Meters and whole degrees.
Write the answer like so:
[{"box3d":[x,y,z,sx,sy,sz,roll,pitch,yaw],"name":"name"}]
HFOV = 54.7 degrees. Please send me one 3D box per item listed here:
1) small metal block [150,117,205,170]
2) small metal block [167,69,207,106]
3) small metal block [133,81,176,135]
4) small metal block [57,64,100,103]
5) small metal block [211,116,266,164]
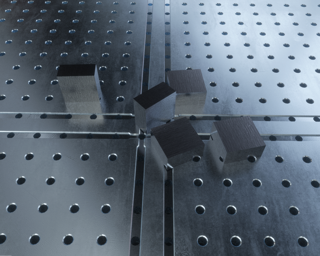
[{"box3d":[0.021,0.018,0.392,0.050,0.025,0.050,-19,53,-16],"name":"small metal block"},{"box3d":[0.039,-0.060,0.459,0.050,0.025,0.050,-4,50,-4],"name":"small metal block"},{"box3d":[-0.007,-0.026,0.413,0.050,0.050,0.025,-33,58,-25],"name":"small metal block"},{"box3d":[-0.114,-0.063,0.443,0.050,0.050,0.025,-2,50,-2],"name":"small metal block"},{"box3d":[0.099,0.014,0.397,0.050,0.025,0.050,-10,51,-9],"name":"small metal block"}]
